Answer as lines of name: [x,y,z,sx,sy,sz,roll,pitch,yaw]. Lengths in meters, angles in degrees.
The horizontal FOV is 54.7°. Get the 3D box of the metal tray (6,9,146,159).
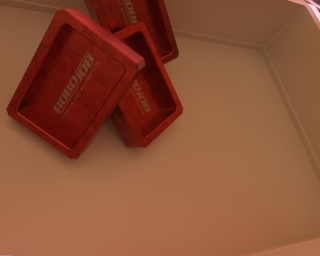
metal tray: [-0.088,-0.041,0.317,0.090,0.129,0.030,36,23,-5]

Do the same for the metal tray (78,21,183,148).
metal tray: [-0.030,-0.052,0.378,0.090,0.030,0.129,-43,116,-37]

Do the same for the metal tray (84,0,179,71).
metal tray: [-0.035,-0.136,0.400,0.091,0.030,0.129,-30,121,-17]
